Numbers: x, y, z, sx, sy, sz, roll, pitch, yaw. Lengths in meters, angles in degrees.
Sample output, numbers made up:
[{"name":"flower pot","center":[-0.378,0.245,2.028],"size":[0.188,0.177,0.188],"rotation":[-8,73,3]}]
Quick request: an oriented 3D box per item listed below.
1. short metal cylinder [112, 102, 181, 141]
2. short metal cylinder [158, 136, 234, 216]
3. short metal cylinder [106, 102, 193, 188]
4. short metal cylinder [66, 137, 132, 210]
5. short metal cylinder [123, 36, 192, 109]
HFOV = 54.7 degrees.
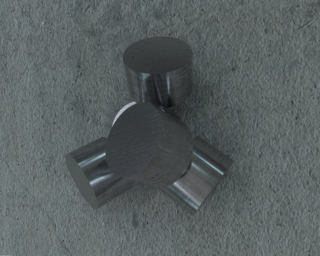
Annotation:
[{"name":"short metal cylinder","center":[-0.015,0.006,0.402],"size":[0.080,0.050,0.080],"rotation":[0,89,19]},{"name":"short metal cylinder","center":[0.043,0.056,0.366],"size":[0.050,0.080,0.080],"rotation":[36,102,16]},{"name":"short metal cylinder","center":[-0.012,0.019,0.330],"size":[0.080,0.050,0.080],"rotation":[-21,56,36]},{"name":"short metal cylinder","center":[-0.080,0.058,0.403],"size":[0.080,0.050,0.079],"rotation":[38,144,36]},{"name":"short metal cylinder","center":[-0.001,-0.068,0.375],"size":[0.080,0.080,0.050],"rotation":[15,138,19]}]
